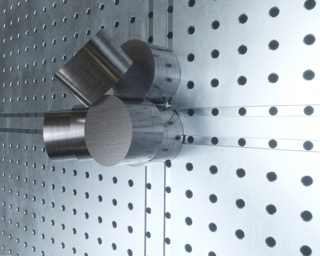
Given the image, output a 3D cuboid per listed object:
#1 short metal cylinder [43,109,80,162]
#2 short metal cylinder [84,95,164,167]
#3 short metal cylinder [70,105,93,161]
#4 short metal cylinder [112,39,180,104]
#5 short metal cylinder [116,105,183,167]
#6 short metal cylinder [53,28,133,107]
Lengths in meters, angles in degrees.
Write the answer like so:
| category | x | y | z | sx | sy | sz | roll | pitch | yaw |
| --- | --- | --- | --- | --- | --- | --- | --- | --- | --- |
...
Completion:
| category | x | y | z | sx | sy | sz | roll | pitch | yaw |
| --- | --- | --- | --- | --- | --- | --- | --- | --- | --- |
| short metal cylinder | -0.143 | 0.010 | 0.483 | 0.050 | 0.080 | 0.080 | -6 | 85 | -2 |
| short metal cylinder | -0.043 | 0.003 | 0.361 | 0.080 | 0.050 | 0.080 | 0 | 90 | 40 |
| short metal cylinder | -0.091 | 0.005 | 0.439 | 0.050 | 0.080 | 0.080 | -5 | 86 | -2 |
| short metal cylinder | -0.020 | -0.072 | 0.409 | 0.080 | 0.050 | 0.079 | 0 | 90 | 40 |
| short metal cylinder | -0.017 | 0.009 | 0.406 | 0.080 | 0.050 | 0.080 | 0 | 90 | 40 |
| short metal cylinder | -0.078 | -0.070 | 0.364 | 0.080 | 0.080 | 0.050 | -30 | 115 | 36 |
